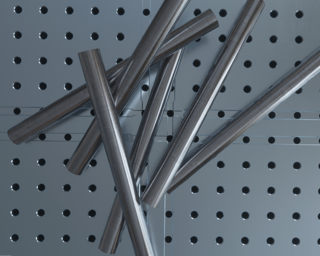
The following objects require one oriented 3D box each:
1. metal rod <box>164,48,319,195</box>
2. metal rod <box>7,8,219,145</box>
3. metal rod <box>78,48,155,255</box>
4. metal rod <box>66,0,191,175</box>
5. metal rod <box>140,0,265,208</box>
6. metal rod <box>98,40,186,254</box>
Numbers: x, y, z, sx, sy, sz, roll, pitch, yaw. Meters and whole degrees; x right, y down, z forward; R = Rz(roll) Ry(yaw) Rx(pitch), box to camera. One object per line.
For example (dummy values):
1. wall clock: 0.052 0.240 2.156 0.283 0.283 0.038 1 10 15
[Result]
1. metal rod: 0.121 -0.016 0.414 0.300 0.025 0.025 -39 90 0
2. metal rod: -0.064 -0.062 0.397 0.300 0.025 0.025 -30 90 6
3. metal rod: -0.046 0.055 0.379 0.025 0.025 0.298 -13 104 0
4. metal rod: -0.033 -0.064 0.372 0.025 0.025 0.299 34 106 0
5. metal rod: 0.057 -0.037 0.400 0.025 0.025 0.299 29 85 0
6. metal rod: -0.022 0.020 0.413 0.025 0.025 0.299 19 90 0
